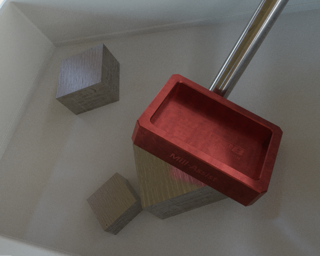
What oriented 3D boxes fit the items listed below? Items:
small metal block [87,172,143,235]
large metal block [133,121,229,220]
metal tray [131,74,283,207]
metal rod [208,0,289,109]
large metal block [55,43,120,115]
[{"bbox_3d":[-0.053,0.091,0.376,0.050,0.025,0.050,-43,51,-2],"label":"small metal block"},{"bbox_3d":[0.021,0.047,0.349,0.080,0.050,0.080,-23,54,14],"label":"large metal block"},{"bbox_3d":[0.050,0.007,0.311,0.130,0.030,0.090,29,50,6],"label":"metal tray"},{"bbox_3d":[0.113,-0.120,0.336,0.025,0.025,0.298,45,114,39],"label":"metal rod"},{"bbox_3d":[-0.112,-0.077,0.494,0.080,0.050,0.080,-16,55,18],"label":"large metal block"}]
